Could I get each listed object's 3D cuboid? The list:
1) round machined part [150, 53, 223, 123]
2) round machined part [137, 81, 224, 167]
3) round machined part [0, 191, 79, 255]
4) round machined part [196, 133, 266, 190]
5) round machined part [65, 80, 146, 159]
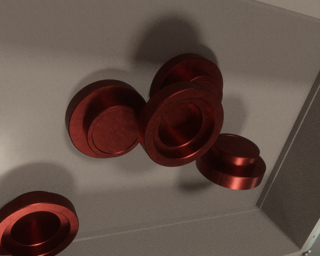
[{"bbox_3d":[0.040,-0.042,0.396,0.099,0.042,0.097,-14,125,-21],"label":"round machined part"},{"bbox_3d":[0.019,-0.008,0.351,0.099,0.042,0.097,-14,124,-21],"label":"round machined part"},{"bbox_3d":[-0.156,0.118,0.386,0.099,0.042,0.097,-14,125,-21],"label":"round machined part"},{"bbox_3d":[0.104,0.042,0.447,0.099,0.098,0.042,-5,121,-27],"label":"round machined part"},{"bbox_3d":[-0.057,-0.004,0.365,0.099,0.042,0.097,-14,125,-21],"label":"round machined part"}]
